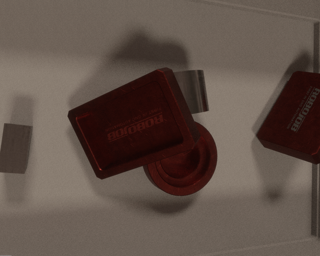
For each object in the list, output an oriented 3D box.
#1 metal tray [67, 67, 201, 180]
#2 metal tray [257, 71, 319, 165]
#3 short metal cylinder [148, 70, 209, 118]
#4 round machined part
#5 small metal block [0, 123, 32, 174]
[{"bbox_3d":[-0.031,-0.002,0.352,0.130,0.030,0.090,-21,97,23],"label":"metal tray"},{"bbox_3d":[0.215,-0.020,0.455,0.130,0.090,0.030,-56,132,-12],"label":"metal tray"},{"bbox_3d":[0.018,-0.041,0.389,0.081,0.080,0.050,-10,94,-20],"label":"short metal cylinder"},{"bbox_3d":[0.023,0.037,0.411,0.099,0.042,0.097,0,90,-21],"label":"round machined part"},{"bbox_3d":[-0.157,0.021,0.339,0.025,0.050,0.050,8,88,-20],"label":"small metal block"}]
